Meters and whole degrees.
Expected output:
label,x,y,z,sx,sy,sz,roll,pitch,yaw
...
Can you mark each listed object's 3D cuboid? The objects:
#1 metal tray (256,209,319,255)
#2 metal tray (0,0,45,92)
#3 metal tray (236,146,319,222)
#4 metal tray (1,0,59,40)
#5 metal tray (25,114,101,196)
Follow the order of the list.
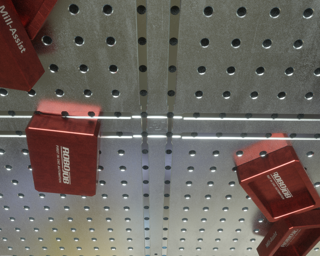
label,x,y,z,sx,sy,sz,roll,pitch,yaw
metal tray,0.245,0.202,0.571,0.091,0.030,0.129,0,131,-14
metal tray,-0.178,-0.097,0.295,0.090,0.030,0.129,9,142,14
metal tray,0.189,0.093,0.488,0.090,0.030,0.130,-27,125,21
metal tray,-0.124,-0.155,0.275,0.090,0.030,0.130,33,123,-25
metal tray,-0.135,0.043,0.444,0.091,0.030,0.129,7,130,-6
